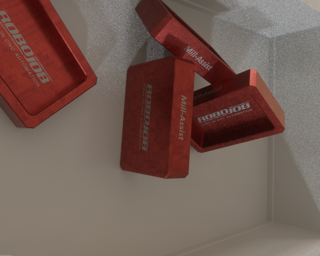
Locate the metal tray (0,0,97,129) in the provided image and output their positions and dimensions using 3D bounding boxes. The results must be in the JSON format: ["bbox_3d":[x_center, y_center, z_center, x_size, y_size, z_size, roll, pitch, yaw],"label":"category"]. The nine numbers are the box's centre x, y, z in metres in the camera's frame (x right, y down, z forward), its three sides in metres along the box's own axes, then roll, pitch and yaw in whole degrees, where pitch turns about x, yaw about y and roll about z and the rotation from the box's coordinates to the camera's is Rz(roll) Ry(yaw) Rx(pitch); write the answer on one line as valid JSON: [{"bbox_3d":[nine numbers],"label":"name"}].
[{"bbox_3d":[-0.131,-0.075,0.294,0.090,0.030,0.130,-44,117,-31],"label":"metal tray"}]

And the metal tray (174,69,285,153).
[{"bbox_3d":[0.084,-0.016,0.409,0.090,0.130,0.030,44,44,-32],"label":"metal tray"}]

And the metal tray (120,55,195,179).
[{"bbox_3d":[-0.005,-0.011,0.361,0.030,0.090,0.129,6,86,-40],"label":"metal tray"}]

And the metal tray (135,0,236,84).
[{"bbox_3d":[0.034,-0.110,0.396,0.131,0.090,0.030,30,114,-36],"label":"metal tray"}]
